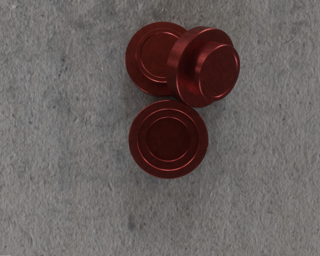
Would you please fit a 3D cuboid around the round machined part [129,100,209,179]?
[{"bbox_3d":[0.011,0.014,0.401,0.099,0.042,0.097,0,91,0],"label":"round machined part"}]

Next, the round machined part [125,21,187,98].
[{"bbox_3d":[0.004,-0.090,0.402,0.099,0.042,0.097,0,90,-1],"label":"round machined part"}]

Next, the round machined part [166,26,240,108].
[{"bbox_3d":[0.059,-0.070,0.375,0.099,0.042,0.097,-19,123,-32],"label":"round machined part"}]
